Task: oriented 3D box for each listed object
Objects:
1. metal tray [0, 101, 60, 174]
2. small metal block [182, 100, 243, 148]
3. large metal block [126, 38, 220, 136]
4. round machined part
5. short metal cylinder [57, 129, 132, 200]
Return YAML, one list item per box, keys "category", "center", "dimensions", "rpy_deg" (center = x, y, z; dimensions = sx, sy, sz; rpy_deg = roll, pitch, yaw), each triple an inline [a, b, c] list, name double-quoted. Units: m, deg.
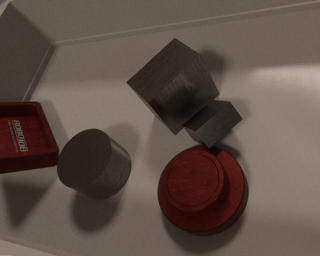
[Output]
- category: "metal tray"
  center: [-0.217, 0.009, 0.471]
  dimensions: [0.130, 0.091, 0.030]
  rpy_deg: [53, 135, 39]
- category: "small metal block"
  center: [0.059, -0.006, 0.360]
  dimensions: [0.050, 0.025, 0.050]
  rpy_deg: [-40, 14, -5]
- category: "large metal block"
  center: [0.019, -0.050, 0.390]
  dimensions: [0.080, 0.080, 0.050]
  rpy_deg: [-43, 51, -2]
- category: "round machined part"
  center: [0.041, 0.062, 0.334]
  dimensions: [0.098, 0.042, 0.098]
  rpy_deg: [-13, 56, 20]
- category: "short metal cylinder"
  center: [-0.085, 0.048, 0.403]
  dimensions: [0.080, 0.050, 0.080]
  rpy_deg: [-13, 56, 20]
